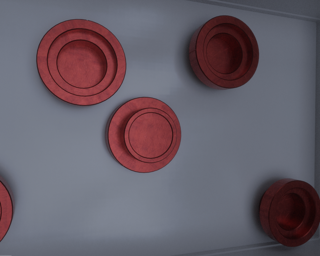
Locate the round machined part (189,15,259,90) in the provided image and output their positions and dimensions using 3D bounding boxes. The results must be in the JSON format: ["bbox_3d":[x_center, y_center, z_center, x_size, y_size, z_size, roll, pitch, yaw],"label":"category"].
[{"bbox_3d":[0.085,-0.102,0.432,0.099,0.042,0.097,0,90,-20],"label":"round machined part"}]

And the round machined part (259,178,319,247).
[{"bbox_3d":[0.192,0.125,0.472,0.099,0.042,0.097,0,90,-20],"label":"round machined part"}]

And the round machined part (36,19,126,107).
[{"bbox_3d":[-0.093,-0.074,0.367,0.099,0.042,0.097,0,90,-20],"label":"round machined part"}]

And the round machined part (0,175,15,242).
[{"bbox_3d":[-0.207,0.086,0.325,0.099,0.042,0.097,0,90,-20],"label":"round machined part"}]

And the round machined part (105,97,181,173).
[{"bbox_3d":[-0.018,0.009,0.395,0.099,0.042,0.097,0,90,-20],"label":"round machined part"}]
